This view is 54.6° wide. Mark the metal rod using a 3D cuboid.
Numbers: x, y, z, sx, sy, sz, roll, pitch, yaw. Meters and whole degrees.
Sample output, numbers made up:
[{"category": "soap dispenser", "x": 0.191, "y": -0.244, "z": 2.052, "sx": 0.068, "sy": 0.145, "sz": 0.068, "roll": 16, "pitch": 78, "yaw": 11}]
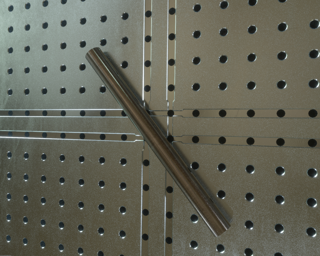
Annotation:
[{"category": "metal rod", "x": -0.009, "y": 0.010, "z": 0.416, "sx": 0.025, "sy": 0.025, "sz": 0.300, "roll": -40, "pitch": 78, "yaw": 16}]
